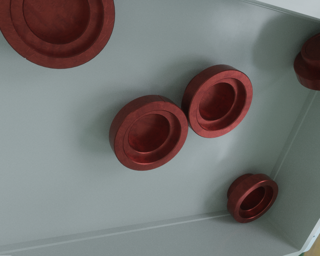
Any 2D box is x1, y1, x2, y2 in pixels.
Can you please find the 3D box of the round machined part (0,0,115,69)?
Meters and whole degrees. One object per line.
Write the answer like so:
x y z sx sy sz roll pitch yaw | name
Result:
-0.095 -0.107 0.281 0.099 0.042 0.097 -14 125 -21 | round machined part

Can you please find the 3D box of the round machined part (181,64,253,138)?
0.071 -0.039 0.415 0.099 0.042 0.097 -14 125 -21 | round machined part

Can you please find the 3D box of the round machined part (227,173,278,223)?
0.163 0.122 0.565 0.099 0.042 0.097 -14 125 -21 | round machined part

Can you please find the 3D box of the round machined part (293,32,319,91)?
0.238 -0.101 0.432 0.098 0.098 0.042 -39 126 -2 | round machined part

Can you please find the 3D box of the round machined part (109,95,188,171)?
-0.017 0.002 0.391 0.099 0.042 0.097 -14 125 -21 | round machined part
